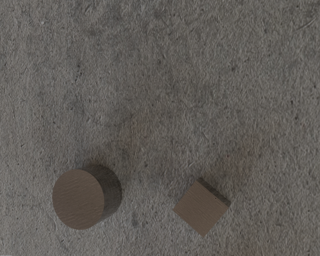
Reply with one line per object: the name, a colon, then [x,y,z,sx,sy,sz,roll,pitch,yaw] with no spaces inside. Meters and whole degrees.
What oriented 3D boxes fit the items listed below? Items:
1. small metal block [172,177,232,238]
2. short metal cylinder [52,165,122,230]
small metal block: [0.053,0.099,0.390,0.050,0.025,0.050,39,102,15]
short metal cylinder: [-0.100,0.094,0.431,0.080,0.050,0.080,0,90,20]
